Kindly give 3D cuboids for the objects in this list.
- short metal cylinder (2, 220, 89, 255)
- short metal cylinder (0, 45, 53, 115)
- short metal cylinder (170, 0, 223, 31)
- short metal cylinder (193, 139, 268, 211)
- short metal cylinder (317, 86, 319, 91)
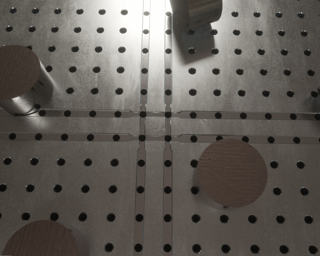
[{"bbox_3d":[-0.125,0.145,0.344,0.081,0.050,0.080,0,70,0],"label":"short metal cylinder"},{"bbox_3d":[-0.193,-0.064,0.419,0.081,0.050,0.080,0,70,0],"label":"short metal cylinder"},{"bbox_3d":[0.050,-0.188,0.452,0.050,0.080,0.080,-20,72,-7],"label":"short metal cylinder"},{"bbox_3d":[0.083,0.058,0.378,0.081,0.050,0.080,0,70,0],"label":"short metal cylinder"},{"bbox_3d":[0.260,-0.062,0.409,0.080,0.080,0.050,-36,74,-12],"label":"short metal cylinder"}]
